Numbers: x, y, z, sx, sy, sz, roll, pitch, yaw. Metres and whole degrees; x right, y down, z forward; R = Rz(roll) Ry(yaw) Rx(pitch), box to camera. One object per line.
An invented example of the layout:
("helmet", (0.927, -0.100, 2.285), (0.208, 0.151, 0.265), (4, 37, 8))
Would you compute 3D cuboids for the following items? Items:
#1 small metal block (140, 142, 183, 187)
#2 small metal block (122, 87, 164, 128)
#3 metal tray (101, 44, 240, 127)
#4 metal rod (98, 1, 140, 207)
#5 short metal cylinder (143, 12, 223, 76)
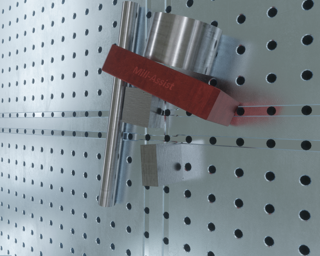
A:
("small metal block", (0.003, 0.044, 0.389), (0.025, 0.050, 0.050), (-5, 87, 39))
("small metal block", (-0.024, -0.029, 0.427), (0.050, 0.025, 0.050), (13, 98, 39))
("metal tray", (0.013, -0.045, 0.337), (0.130, 0.090, 0.030), (28, 98, 25))
("metal rod", (-0.062, -0.030, 0.457), (0.025, 0.025, 0.298), (13, 98, 39))
("short metal cylinder", (0.025, -0.094, 0.352), (0.080, 0.081, 0.050), (24, 105, 37))
